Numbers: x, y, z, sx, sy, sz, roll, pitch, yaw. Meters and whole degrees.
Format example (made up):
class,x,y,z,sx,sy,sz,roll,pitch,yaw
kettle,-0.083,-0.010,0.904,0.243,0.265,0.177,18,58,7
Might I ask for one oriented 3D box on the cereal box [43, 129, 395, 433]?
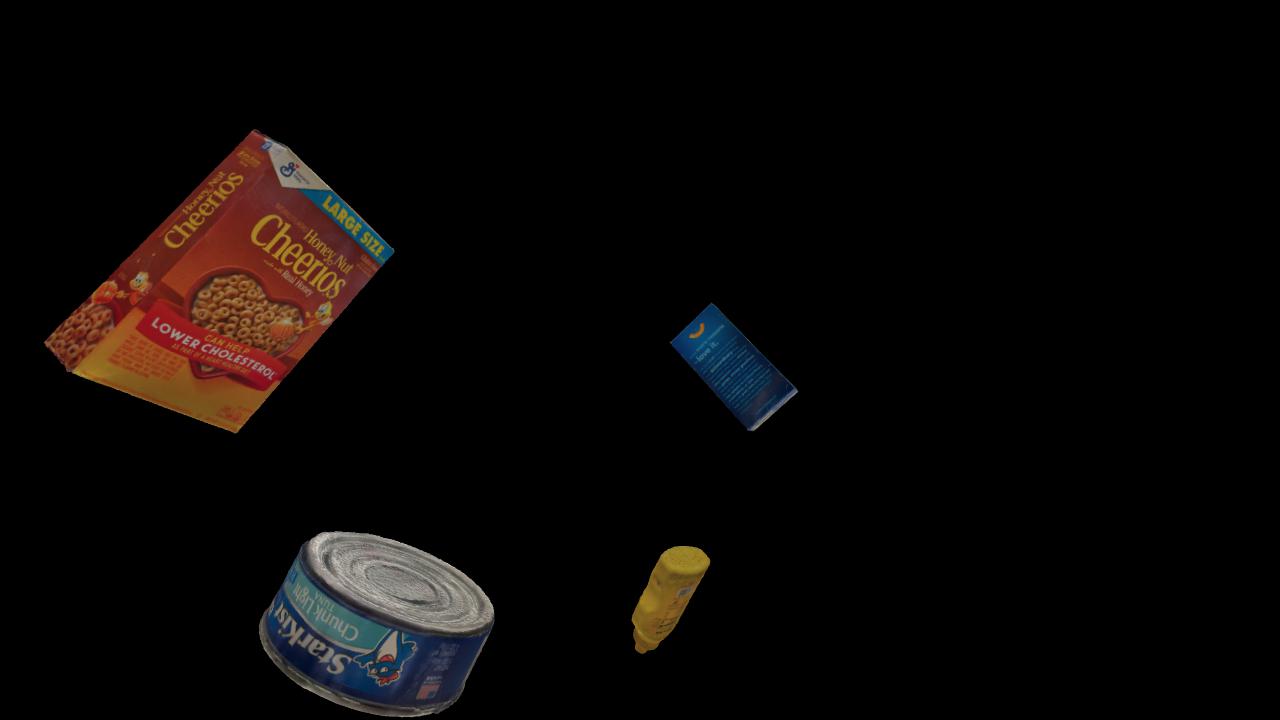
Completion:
class,x,y,z,sx,sy,sz,roll,pitch,yaw
cereal box,-0.459,-0.082,0.716,0.081,0.306,0.203,31,-14,23

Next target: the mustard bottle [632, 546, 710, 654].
class,x,y,z,sx,sy,sz,roll,pitch,yaw
mustard bottle,0.034,0.364,0.912,0.092,0.184,0.054,1,29,-48

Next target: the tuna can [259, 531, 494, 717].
class,x,y,z,sx,sy,sz,roll,pitch,yaw
tuna can,-0.103,0.103,0.250,0.084,0.034,0.084,26,-6,3

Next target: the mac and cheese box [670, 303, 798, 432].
class,x,y,z,sx,sy,sz,roll,pitch,yaw
mac and cheese box,0.139,0.010,0.925,0.093,0.184,0.041,-45,-23,11
